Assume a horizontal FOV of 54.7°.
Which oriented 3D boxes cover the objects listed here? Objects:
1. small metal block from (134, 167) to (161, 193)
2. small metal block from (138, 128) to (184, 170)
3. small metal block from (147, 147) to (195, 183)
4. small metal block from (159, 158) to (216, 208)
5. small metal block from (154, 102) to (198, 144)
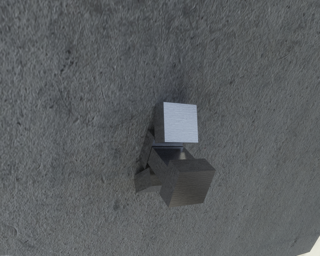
[{"bbox_3d":[-0.003,0.073,0.438,0.050,0.025,0.050,2,158,-30],"label":"small metal block"},{"bbox_3d":[0.003,0.029,0.431,0.050,0.025,0.050,2,117,-30],"label":"small metal block"},{"bbox_3d":[0.019,0.048,0.401,0.050,0.050,0.025,2,117,-30],"label":"small metal block"},{"bbox_3d":[0.032,0.065,0.371,0.050,0.025,0.050,1,118,-29],"label":"small metal block"},{"bbox_3d":[0.021,-0.005,0.403,0.050,0.025,0.050,3,81,-30],"label":"small metal block"}]
